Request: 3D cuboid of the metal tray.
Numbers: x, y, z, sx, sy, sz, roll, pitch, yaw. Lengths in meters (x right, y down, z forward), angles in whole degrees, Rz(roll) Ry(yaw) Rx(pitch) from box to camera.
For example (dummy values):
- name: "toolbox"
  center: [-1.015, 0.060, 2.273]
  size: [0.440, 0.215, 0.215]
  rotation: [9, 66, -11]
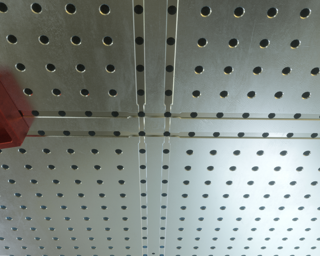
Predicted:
- name: "metal tray"
  center: [-0.251, -0.010, 0.395]
  size: [0.131, 0.030, 0.090]
  rotation: [-8, 130, 6]
